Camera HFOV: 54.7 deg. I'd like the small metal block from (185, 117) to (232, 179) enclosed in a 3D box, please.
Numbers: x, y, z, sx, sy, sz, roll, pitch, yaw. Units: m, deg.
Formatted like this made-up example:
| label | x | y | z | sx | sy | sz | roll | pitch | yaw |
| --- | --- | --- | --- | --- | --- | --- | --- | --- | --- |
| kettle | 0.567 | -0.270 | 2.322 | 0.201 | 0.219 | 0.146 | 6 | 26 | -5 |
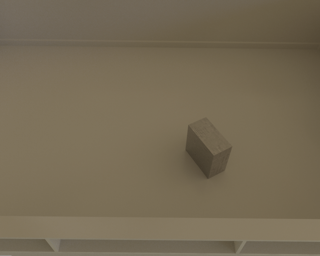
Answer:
| label | x | y | z | sx | sy | sz | roll | pitch | yaw |
| --- | --- | --- | --- | --- | --- | --- | --- | --- | --- |
| small metal block | 0.056 | 0.024 | 0.369 | 0.025 | 0.050 | 0.050 | -24 | 54 | -19 |
